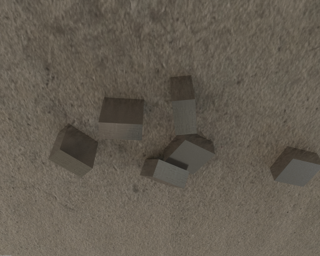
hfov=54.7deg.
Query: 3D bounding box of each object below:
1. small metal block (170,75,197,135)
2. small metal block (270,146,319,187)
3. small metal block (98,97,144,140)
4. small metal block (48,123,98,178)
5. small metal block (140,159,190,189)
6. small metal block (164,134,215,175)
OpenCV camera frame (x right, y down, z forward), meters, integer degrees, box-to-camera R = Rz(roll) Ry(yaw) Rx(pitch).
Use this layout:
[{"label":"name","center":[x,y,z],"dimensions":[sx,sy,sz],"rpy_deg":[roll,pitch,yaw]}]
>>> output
[{"label":"small metal block","center":[0.028,-0.027,0.368],"dimensions":[0.025,0.050,0.050],"rpy_deg":[-5,130,4]},{"label":"small metal block","center":[0.202,0.058,0.460],"dimensions":[0.050,0.025,0.050],"rpy_deg":[13,129,-12]},{"label":"small metal block","center":[-0.046,-0.012,0.380],"dimensions":[0.050,0.050,0.025],"rpy_deg":[3,130,-3]},{"label":"small metal block","center":[-0.114,0.030,0.415],"dimensions":[0.025,0.050,0.050],"rpy_deg":[-37,121,27]},{"label":"small metal block","center":[0.006,0.066,0.446],"dimensions":[0.050,0.025,0.050],"rpy_deg":[24,165,-20]},{"label":"small metal block","center":[0.041,0.034,0.437],"dimensions":[0.050,0.025,0.050],"rpy_deg":[26,125,-21]}]
